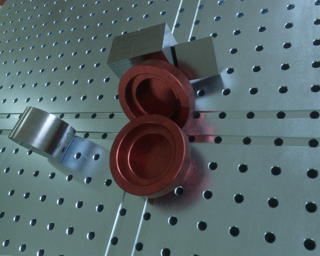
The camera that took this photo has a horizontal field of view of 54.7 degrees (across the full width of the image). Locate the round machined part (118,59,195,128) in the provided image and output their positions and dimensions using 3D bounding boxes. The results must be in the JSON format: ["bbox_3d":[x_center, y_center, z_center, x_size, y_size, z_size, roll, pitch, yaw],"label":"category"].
[{"bbox_3d":[-0.001,-0.042,0.398,0.098,0.097,0.042,1,30,28],"label":"round machined part"}]

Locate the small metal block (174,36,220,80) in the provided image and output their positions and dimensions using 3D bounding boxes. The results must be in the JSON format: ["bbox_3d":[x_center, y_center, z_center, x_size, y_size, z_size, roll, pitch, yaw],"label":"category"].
[{"bbox_3d":[0.051,-0.092,0.418,0.050,0.025,0.050,-9,100,17],"label":"small metal block"}]

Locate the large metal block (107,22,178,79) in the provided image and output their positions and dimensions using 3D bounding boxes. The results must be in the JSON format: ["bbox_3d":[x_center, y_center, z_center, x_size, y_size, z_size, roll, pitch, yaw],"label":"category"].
[{"bbox_3d":[-0.014,-0.091,0.436,0.080,0.080,0.050,-8,57,24],"label":"large metal block"}]

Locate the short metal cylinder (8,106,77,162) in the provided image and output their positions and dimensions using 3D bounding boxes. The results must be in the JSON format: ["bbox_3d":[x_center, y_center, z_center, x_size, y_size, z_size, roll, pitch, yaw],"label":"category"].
[{"bbox_3d":[-0.172,0.010,0.457,0.080,0.080,0.050,12,68,33],"label":"short metal cylinder"}]

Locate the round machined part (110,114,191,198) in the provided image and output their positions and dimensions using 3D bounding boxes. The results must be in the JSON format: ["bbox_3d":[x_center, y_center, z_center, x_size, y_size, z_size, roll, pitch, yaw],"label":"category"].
[{"bbox_3d":[-0.008,0.035,0.374,0.098,0.042,0.098,-10,66,23],"label":"round machined part"}]
